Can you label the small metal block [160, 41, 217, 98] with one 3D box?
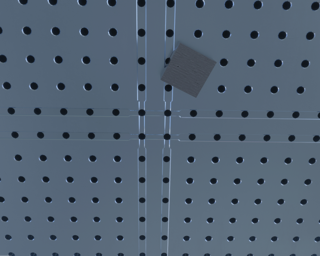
[{"bbox_3d":[0.034,-0.073,0.387,0.050,0.025,0.050,26,108,-10],"label":"small metal block"}]
